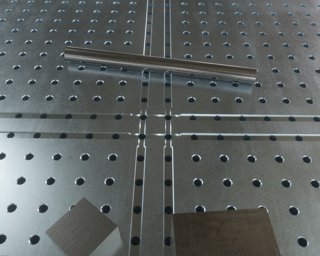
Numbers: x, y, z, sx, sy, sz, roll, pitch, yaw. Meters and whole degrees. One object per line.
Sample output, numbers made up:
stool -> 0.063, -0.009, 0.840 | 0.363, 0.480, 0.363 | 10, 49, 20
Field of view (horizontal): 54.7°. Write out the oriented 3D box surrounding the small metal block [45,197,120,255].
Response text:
small metal block -> -0.078, 0.108, 0.316 | 0.050, 0.025, 0.050 | 33, 57, 24

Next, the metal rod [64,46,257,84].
metal rod -> -0.003, -0.100, 0.491 | 0.302, 0.025, 0.025 | 8, 51, 6

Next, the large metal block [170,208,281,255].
large metal block -> 0.052, 0.114, 0.276 | 0.081, 0.080, 0.050 | -3, 50, -3
